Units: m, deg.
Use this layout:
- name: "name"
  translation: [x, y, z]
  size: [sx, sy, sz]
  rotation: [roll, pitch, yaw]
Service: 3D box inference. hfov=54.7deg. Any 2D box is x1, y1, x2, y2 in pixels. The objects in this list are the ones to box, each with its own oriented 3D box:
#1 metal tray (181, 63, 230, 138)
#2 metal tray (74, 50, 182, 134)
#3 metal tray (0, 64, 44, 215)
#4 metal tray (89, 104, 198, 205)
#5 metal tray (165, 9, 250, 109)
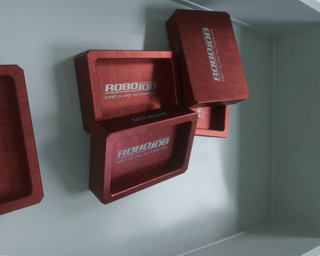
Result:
- name: "metal tray"
  translation: [0.064, -0.053, 0.459]
  size: [0.091, 0.030, 0.129]
  rotation: [6, 86, -40]
- name: "metal tray"
  translation: [-0.032, -0.047, 0.377]
  size: [0.131, 0.030, 0.089]
  rotation: [-11, 97, -40]
- name: "metal tray"
  translation: [-0.160, 0.013, 0.269]
  size: [0.091, 0.030, 0.129]
  rotation: [-12, 98, -40]
- name: "metal tray"
  translation: [-0.017, 0.027, 0.366]
  size: [0.131, 0.030, 0.089]
  rotation: [-15, 125, -38]
- name: "metal tray"
  translation: [0.065, -0.095, 0.426]
  size: [0.091, 0.030, 0.129]
  rotation: [-7, 81, -26]
